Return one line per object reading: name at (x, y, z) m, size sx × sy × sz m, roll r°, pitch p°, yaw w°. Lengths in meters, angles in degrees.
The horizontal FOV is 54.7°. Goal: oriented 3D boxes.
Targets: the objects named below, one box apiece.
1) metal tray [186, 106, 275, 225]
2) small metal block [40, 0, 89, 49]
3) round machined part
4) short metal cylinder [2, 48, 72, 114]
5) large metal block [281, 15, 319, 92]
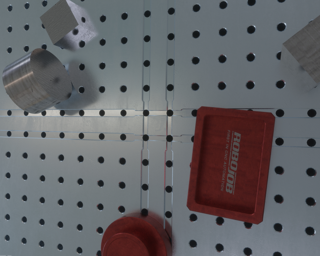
metal tray at (0.086, 0.042, 0.379) m, size 0.090 × 0.030 × 0.129 m, roll 7°, pitch 92°, yaw 19°
small metal block at (-0.143, -0.156, 0.463) m, size 0.050 × 0.025 × 0.050 m, roll -31°, pitch 80°, yaw 17°
round machined part at (-0.037, 0.169, 0.417) m, size 0.098 × 0.042 × 0.097 m, roll 0°, pitch 90°, yaw 19°
short metal cylinder at (-0.173, -0.066, 0.444) m, size 0.050 × 0.080 × 0.080 m, roll -23°, pitch 83°, yaw 19°
large metal block at (0.176, -0.085, 0.321) m, size 0.080 × 0.080 × 0.050 m, roll -38°, pitch 78°, yaw 16°
